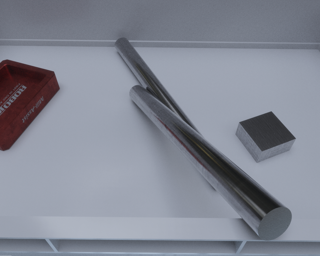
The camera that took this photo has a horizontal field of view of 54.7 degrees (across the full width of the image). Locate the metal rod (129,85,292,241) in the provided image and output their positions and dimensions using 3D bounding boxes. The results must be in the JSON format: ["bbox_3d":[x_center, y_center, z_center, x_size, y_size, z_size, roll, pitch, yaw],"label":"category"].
[{"bbox_3d":[0.019,0.004,0.320,0.025,0.025,0.300,-17,27,-14],"label":"metal rod"}]

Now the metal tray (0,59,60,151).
[{"bbox_3d":[-0.214,-0.037,0.430,0.090,0.030,0.130,16,52,12],"label":"metal tray"}]

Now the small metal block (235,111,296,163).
[{"bbox_3d":[0.134,0.011,0.398,0.050,0.025,0.050,-18,53,-15],"label":"small metal block"}]

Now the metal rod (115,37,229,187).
[{"bbox_3d":[0.005,-0.040,0.438,0.025,0.025,0.300,-22,54,-18],"label":"metal rod"}]
